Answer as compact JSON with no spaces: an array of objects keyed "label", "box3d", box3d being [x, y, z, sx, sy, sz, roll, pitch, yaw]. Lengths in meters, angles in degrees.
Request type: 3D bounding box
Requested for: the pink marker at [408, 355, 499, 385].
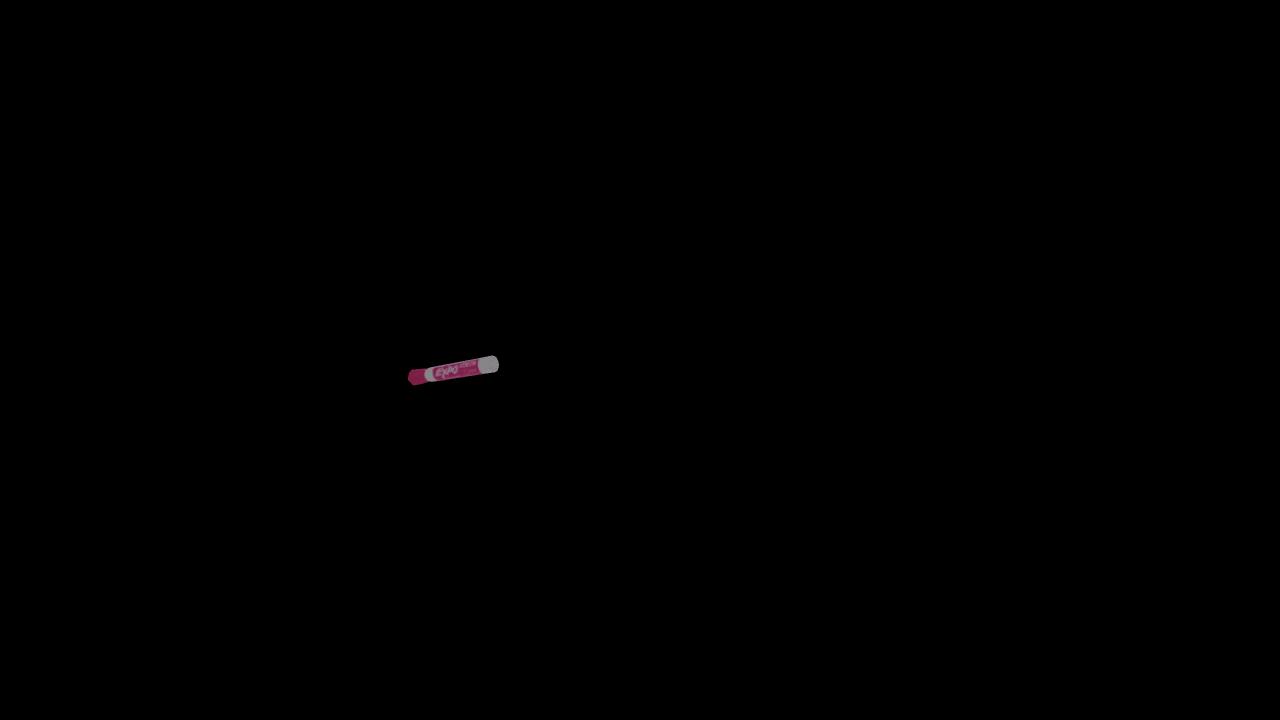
[{"label":"pink marker","box3d":[-0.214,0.013,0.696,0.121,0.020,0.020,-9,-4,24]}]
